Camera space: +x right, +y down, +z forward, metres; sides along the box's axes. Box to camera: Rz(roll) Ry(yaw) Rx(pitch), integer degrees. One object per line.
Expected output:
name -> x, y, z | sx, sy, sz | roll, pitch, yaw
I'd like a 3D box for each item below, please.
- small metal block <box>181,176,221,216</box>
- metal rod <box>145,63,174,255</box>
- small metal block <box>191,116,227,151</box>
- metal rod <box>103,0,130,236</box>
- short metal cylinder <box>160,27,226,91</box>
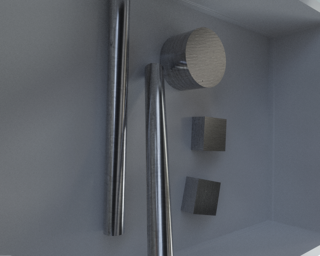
small metal block -> 0.061, 0.102, 0.461 | 0.050, 0.025, 0.050 | 17, 79, -39
metal rod -> -0.002, 0.052, 0.329 | 0.025, 0.025, 0.299 | 24, 50, -38
small metal block -> 0.075, 0.010, 0.472 | 0.050, 0.025, 0.050 | 5, 87, -40
metal rod -> -0.050, -0.027, 0.365 | 0.025, 0.025, 0.298 | 2, 89, -40
short metal cylinder -> 0.047, -0.094, 0.431 | 0.081, 0.050, 0.079 | 0, 90, -40
